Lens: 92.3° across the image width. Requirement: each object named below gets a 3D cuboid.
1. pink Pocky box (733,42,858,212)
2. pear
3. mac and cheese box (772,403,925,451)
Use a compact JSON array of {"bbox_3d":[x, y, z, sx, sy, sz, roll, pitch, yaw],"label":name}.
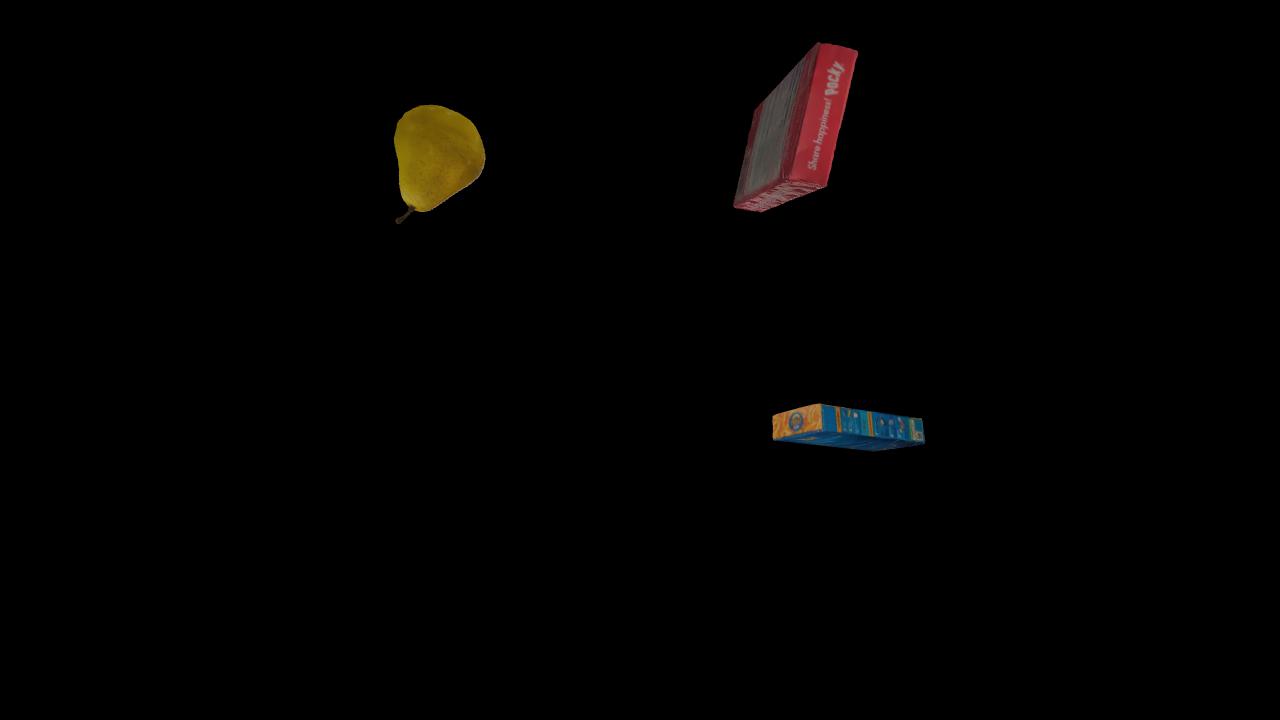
[{"bbox_3d":[0.106,-0.158,0.447,0.029,0.084,0.155,11,6,-5],"label":"pink Pocky box"},{"bbox_3d":[-0.185,-0.169,0.553,0.080,0.111,0.080,8,-12,2],"label":"pear"},{"bbox_3d":[0.277,0.092,0.817,0.184,0.041,0.093,10,-17,-27],"label":"mac and cheese box"}]
